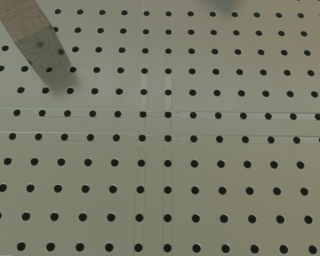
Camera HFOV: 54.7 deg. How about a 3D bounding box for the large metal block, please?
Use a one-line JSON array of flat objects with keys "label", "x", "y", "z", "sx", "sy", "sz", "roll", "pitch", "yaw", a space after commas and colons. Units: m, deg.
[{"label": "large metal block", "x": -0.179, "y": -0.134, "z": 0.429, "sx": 0.050, "sy": 0.080, "sz": 0.080, "roll": -32, "pitch": 74, "yaw": -11}]
